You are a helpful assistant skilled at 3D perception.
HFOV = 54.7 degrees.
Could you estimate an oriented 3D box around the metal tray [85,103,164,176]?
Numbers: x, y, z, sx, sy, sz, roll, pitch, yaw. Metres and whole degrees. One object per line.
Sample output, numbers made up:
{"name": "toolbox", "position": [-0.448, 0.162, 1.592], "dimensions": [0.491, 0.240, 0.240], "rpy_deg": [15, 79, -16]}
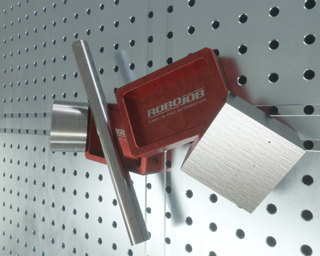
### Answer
{"name": "metal tray", "position": [-0.055, 0.011, 0.451], "dimensions": [0.130, 0.030, 0.089], "rpy_deg": [9, 96, 39]}

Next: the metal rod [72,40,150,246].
{"name": "metal rod", "position": [-0.073, 0.009, 0.430], "dimensions": [0.025, 0.025, 0.299], "rpy_deg": [-31, 71, 35]}

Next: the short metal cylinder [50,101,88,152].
{"name": "short metal cylinder", "position": [-0.142, -0.002, 0.487], "dimensions": [0.080, 0.050, 0.080], "rpy_deg": [-176, 89, -75]}

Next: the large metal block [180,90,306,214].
{"name": "large metal block", "position": [0.078, 0.022, 0.305], "dimensions": [0.080, 0.050, 0.080], "rpy_deg": [32, 114, 2]}

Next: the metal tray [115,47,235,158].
{"name": "metal tray", "position": [0.017, -0.026, 0.367], "dimensions": [0.130, 0.030, 0.090], "rpy_deg": [-22, 76, 20]}
